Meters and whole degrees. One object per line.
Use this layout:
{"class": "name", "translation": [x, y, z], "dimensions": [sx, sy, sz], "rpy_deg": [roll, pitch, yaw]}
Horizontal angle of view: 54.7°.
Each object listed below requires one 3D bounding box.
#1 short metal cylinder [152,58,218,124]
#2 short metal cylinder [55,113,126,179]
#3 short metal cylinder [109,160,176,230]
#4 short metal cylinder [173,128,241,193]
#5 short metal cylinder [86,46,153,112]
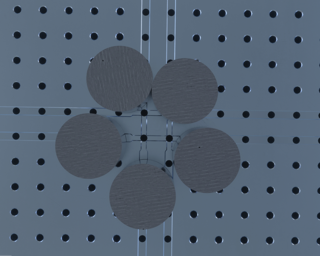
{"class": "short metal cylinder", "translation": [0.030, -0.045, 0.400], "dimensions": [0.081, 0.050, 0.079], "rpy_deg": [0, 90, 0]}
{"class": "short metal cylinder", "translation": [-0.086, 0.022, 0.400], "dimensions": [0.081, 0.050, 0.079], "rpy_deg": [0, 90, 0]}
{"class": "short metal cylinder", "translation": [-0.021, 0.083, 0.399], "dimensions": [0.081, 0.050, 0.080], "rpy_deg": [0, 90, 0]}
{"class": "short metal cylinder", "translation": [0.057, 0.039, 0.400], "dimensions": [0.081, 0.050, 0.079], "rpy_deg": [0, 91, -1]}
{"class": "short metal cylinder", "translation": [-0.049, -0.060, 0.400], "dimensions": [0.081, 0.050, 0.079], "rpy_deg": [0, 90, -1]}
